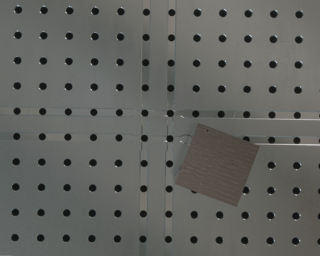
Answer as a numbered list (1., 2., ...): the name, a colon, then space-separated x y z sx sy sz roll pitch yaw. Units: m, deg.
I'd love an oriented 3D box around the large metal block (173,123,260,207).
1. large metal block: 0.070 0.045 0.401 0.080 0.050 0.080 21 90 0
